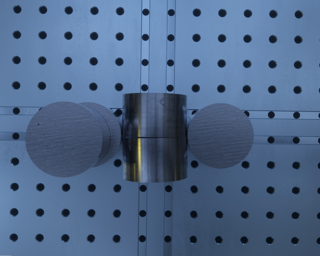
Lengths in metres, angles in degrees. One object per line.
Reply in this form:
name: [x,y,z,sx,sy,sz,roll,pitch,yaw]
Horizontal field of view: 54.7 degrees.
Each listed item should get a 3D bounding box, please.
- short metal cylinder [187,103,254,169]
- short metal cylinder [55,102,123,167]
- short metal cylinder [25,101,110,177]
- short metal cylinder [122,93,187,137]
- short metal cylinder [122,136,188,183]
short metal cylinder: [0.074,0.009,0.401,0.081,0.050,0.079,0,90,-1]
short metal cylinder: [-0.088,0.008,0.400,0.081,0.050,0.079,0,90,-1]
short metal cylinder: [-0.100,0.012,0.348,0.081,0.050,0.079,0,90,0]
short metal cylinder: [-0.007,-0.015,0.386,0.081,0.080,0.050,1,91,0]
short metal cylinder: [-0.006,0.036,0.385,0.081,0.080,0.050,-1,90,0]
